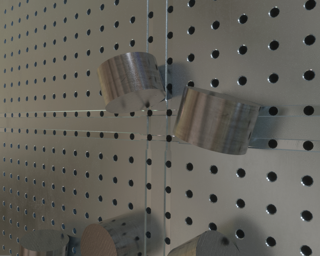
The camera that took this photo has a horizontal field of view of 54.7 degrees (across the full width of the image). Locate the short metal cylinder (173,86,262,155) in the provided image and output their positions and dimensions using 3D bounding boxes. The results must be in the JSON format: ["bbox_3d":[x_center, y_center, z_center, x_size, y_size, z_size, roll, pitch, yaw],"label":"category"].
[{"bbox_3d":[0.059,-0.010,0.325,0.080,0.081,0.050,24,105,37],"label":"short metal cylinder"}]

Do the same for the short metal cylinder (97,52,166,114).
[{"bbox_3d":[-0.037,-0.057,0.404,0.080,0.081,0.050,-25,74,37],"label":"short metal cylinder"}]

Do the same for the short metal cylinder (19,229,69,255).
[{"bbox_3d":[-0.203,0.219,0.542,0.080,0.081,0.050,12,98,39],"label":"short metal cylinder"}]

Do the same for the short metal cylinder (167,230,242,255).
[{"bbox_3d":[0.051,0.158,0.332,0.050,0.081,0.080,-42,65,32],"label":"short metal cylinder"}]

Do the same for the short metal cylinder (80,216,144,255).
[{"bbox_3d":[-0.071,0.174,0.452,0.080,0.050,0.079,0,90,40],"label":"short metal cylinder"}]
